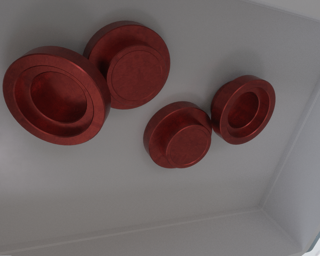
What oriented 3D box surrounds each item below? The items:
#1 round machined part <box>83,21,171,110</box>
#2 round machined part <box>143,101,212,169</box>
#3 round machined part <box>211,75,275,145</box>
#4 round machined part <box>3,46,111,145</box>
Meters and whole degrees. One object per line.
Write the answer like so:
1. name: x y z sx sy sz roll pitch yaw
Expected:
1. round machined part: -0.032 -0.064 0.341 0.099 0.042 0.097 -14 124 -21
2. round machined part: 0.031 0.016 0.424 0.099 0.042 0.097 -14 124 -21
3. round machined part: 0.111 -0.029 0.437 0.099 0.042 0.097 -16 124 -25
4. round machined part: -0.096 -0.034 0.305 0.099 0.042 0.097 4 124 7
